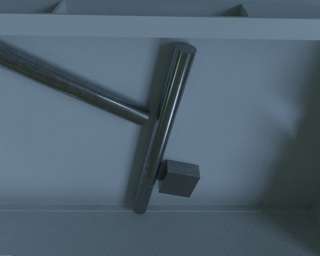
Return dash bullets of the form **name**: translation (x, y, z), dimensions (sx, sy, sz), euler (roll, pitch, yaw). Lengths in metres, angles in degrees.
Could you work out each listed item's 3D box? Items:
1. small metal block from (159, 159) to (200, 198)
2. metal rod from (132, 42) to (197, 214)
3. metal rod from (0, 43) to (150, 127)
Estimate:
- **small metal block**: translation (0.029, 0.079, 0.477), dimensions (0.050, 0.025, 0.050), euler (12, 129, -10)
- **metal rod**: translation (-0.003, 0.024, 0.429), dimensions (0.025, 0.025, 0.298), euler (9, 130, -8)
- **metal rod**: translation (-0.150, -0.069, 0.347), dimensions (0.302, 0.025, 0.025), euler (23, 126, -19)
